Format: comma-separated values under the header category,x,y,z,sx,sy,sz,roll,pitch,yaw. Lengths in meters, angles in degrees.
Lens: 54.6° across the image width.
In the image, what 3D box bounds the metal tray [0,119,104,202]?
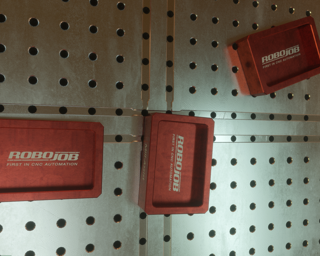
category,x,y,z,sx,sy,sz,roll,pitch,yaw
metal tray,-0.134,0.036,0.360,0.131,0.030,0.090,2,89,-20

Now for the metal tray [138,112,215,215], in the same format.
category,x,y,z,sx,sy,sz,roll,pitch,yaw
metal tray,0.023,0.048,0.418,0.091,0.030,0.129,5,88,-20

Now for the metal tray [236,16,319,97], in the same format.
category,x,y,z,sx,sy,sz,roll,pitch,yaw
metal tray,0.189,-0.111,0.478,0.131,0.030,0.090,-22,97,-19
